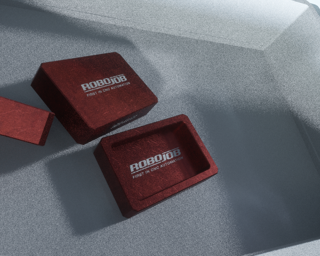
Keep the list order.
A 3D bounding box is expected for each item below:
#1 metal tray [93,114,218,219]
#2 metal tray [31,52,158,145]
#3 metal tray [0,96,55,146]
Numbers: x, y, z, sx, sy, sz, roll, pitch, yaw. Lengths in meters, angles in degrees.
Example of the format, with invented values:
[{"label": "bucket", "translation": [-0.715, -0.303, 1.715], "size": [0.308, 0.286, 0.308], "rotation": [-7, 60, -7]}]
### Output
[{"label": "metal tray", "translation": [-0.002, 0.040, 0.376], "size": [0.131, 0.030, 0.090], "rotation": [-18, 71, -35]}, {"label": "metal tray", "translation": [-0.070, -0.042, 0.367], "size": [0.090, 0.030, 0.131], "rotation": [50, 35, 7]}, {"label": "metal tray", "translation": [-0.167, -0.019, 0.280], "size": [0.131, 0.090, 0.030], "rotation": [19, 85, -21]}]
